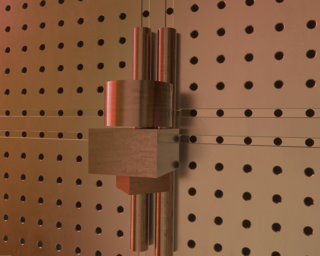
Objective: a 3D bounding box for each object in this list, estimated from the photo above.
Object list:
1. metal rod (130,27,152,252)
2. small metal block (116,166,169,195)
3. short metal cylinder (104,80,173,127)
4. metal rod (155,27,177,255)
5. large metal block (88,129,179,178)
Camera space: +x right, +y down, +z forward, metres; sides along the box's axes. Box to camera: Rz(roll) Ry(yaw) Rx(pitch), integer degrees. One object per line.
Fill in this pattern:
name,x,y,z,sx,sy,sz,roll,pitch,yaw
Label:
metal rod,-0.026,0.015,0.422,0.025,0.025,0.298,1,90,19
small metal block,-0.022,0.063,0.382,0.050,0.050,0.025,1,91,-25
short metal cylinder,-0.025,-0.027,0.369,0.080,0.080,0.050,1,91,19
metal rod,0.007,0.020,0.410,0.025,0.025,0.298,1,90,19
large metal block,-0.027,0.026,0.366,0.080,0.080,0.050,1,90,19
